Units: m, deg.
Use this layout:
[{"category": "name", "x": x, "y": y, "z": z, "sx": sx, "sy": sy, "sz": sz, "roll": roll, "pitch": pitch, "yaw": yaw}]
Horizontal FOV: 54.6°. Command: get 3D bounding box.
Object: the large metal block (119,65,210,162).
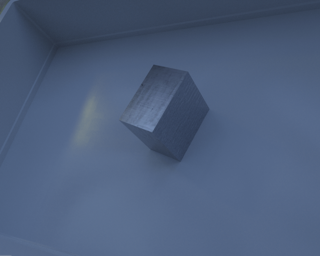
[{"category": "large metal block", "x": 0.009, "y": -0.017, "z": 0.377, "sx": 0.050, "sy": 0.080, "sz": 0.080, "roll": 20, "pitch": 72, "yaw": 35}]
